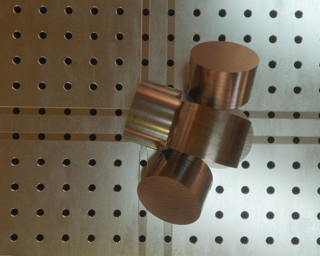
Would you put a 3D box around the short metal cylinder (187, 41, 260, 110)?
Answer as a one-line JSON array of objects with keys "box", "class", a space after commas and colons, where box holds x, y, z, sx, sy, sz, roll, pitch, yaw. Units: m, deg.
[{"box": [0.075, -0.066, 0.379, 0.081, 0.080, 0.050, 2, 130, 0], "class": "short metal cylinder"}]

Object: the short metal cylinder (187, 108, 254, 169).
[{"box": [0.073, 0.010, 0.400, 0.081, 0.050, 0.080, 0, 89, 0], "class": "short metal cylinder"}]

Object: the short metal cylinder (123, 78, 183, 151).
[{"box": [-0.009, -0.016, 0.385, 0.050, 0.080, 0.080, 19, 90, 0], "class": "short metal cylinder"}]

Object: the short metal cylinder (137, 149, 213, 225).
[{"box": [0.019, 0.072, 0.380, 0.080, 0.050, 0.079, 14, 129, 18], "class": "short metal cylinder"}]

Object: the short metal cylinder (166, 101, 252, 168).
[{"box": [0.052, 0.007, 0.335, 0.080, 0.080, 0.050, 17, 90, 0], "class": "short metal cylinder"}]
